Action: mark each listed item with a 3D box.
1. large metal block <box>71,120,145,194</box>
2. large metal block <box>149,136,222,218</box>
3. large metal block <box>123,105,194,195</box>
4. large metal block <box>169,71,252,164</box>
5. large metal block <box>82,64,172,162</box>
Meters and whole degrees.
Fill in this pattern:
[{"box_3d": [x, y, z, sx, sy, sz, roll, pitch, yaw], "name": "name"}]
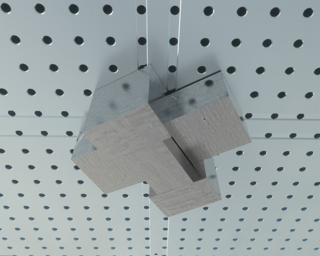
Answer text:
[{"box_3d": [-0.060, 0.038, 0.428, 0.080, 0.050, 0.080, -21, 127, 17], "name": "large metal block"}, {"box_3d": [0.033, 0.066, 0.432, 0.080, 0.080, 0.050, -23, 126, 17], "name": "large metal block"}, {"box_3d": [0.000, 0.024, 0.395, 0.050, 0.080, 0.080, -23, 127, 18], "name": "large metal block"}, {"box_3d": [0.057, -0.010, 0.386, 0.080, 0.050, 0.080, -23, 129, 18], "name": "large metal block"}, {"box_3d": [-0.035, -0.018, 0.359, 0.080, 0.080, 0.050, -22, 126, 18], "name": "large metal block"}]
